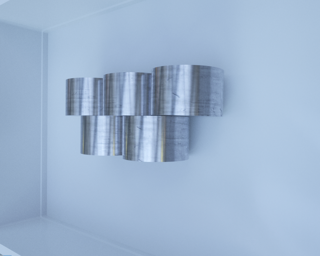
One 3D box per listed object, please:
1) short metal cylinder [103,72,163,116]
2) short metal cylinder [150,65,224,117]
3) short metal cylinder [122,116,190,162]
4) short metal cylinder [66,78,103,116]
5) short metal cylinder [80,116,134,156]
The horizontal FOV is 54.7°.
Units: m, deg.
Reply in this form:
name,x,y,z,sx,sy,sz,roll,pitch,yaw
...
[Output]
name,x,y,z,sx,sy,sz,roll,pitch,yaw
short metal cylinder,-0.032,-0.040,0.395,0.080,0.081,0.050,1,91,40
short metal cylinder,0.030,-0.038,0.344,0.080,0.081,0.050,3,92,40
short metal cylinder,-0.005,0.011,0.373,0.080,0.081,0.050,1,91,40
short metal cylinder,-0.094,-0.042,0.447,0.080,0.081,0.050,1,91,40
short metal cylinder,-0.068,0.009,0.425,0.080,0.081,0.050,1,91,40
